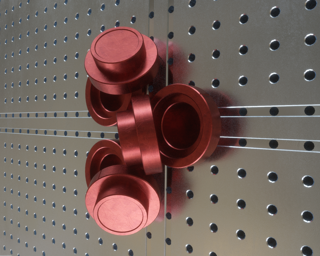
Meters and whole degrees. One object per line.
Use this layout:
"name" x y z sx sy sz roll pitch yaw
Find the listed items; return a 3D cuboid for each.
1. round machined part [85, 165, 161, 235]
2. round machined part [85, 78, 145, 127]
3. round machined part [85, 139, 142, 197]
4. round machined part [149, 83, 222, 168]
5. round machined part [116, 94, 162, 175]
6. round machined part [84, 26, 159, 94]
"round machined part" -0.049 0.099 0.402 0.099 0.042 0.097 1 117 1
"round machined part" -0.061 -0.051 0.449 0.098 0.042 0.097 0 90 40
"round machined part" -0.062 0.065 0.450 0.098 0.042 0.097 0 90 40
"round machined part" 0.031 -0.003 0.373 0.098 0.042 0.097 0 90 40
"round machined part" -0.027 0.010 0.382 0.042 0.098 0.098 -10 81 -3
"round machined part" -0.051 -0.094 0.406 0.098 0.042 0.098 -4 56 6
